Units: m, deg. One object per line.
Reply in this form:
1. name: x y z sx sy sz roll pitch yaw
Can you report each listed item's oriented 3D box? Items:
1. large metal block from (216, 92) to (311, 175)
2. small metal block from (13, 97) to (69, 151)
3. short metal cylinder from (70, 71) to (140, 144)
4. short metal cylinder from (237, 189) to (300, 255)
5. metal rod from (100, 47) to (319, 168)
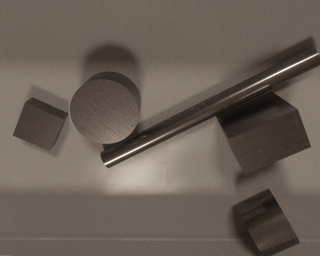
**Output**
1. large metal block: 0.124 0.003 0.385 0.080 0.080 0.050 -25 109 8
2. small metal block: -0.156 -0.005 0.407 0.050 0.025 0.050 25 108 -10
3. short metal cylinder: -0.065 -0.027 0.387 0.081 0.050 0.079 0 110 -1
4. short metal cylinder: 0.150 0.132 0.433 0.050 0.080 0.080 -29 108 10
5. metal rod: 0.058 -0.022 0.403 0.301 0.025 0.025 -26 108 9
